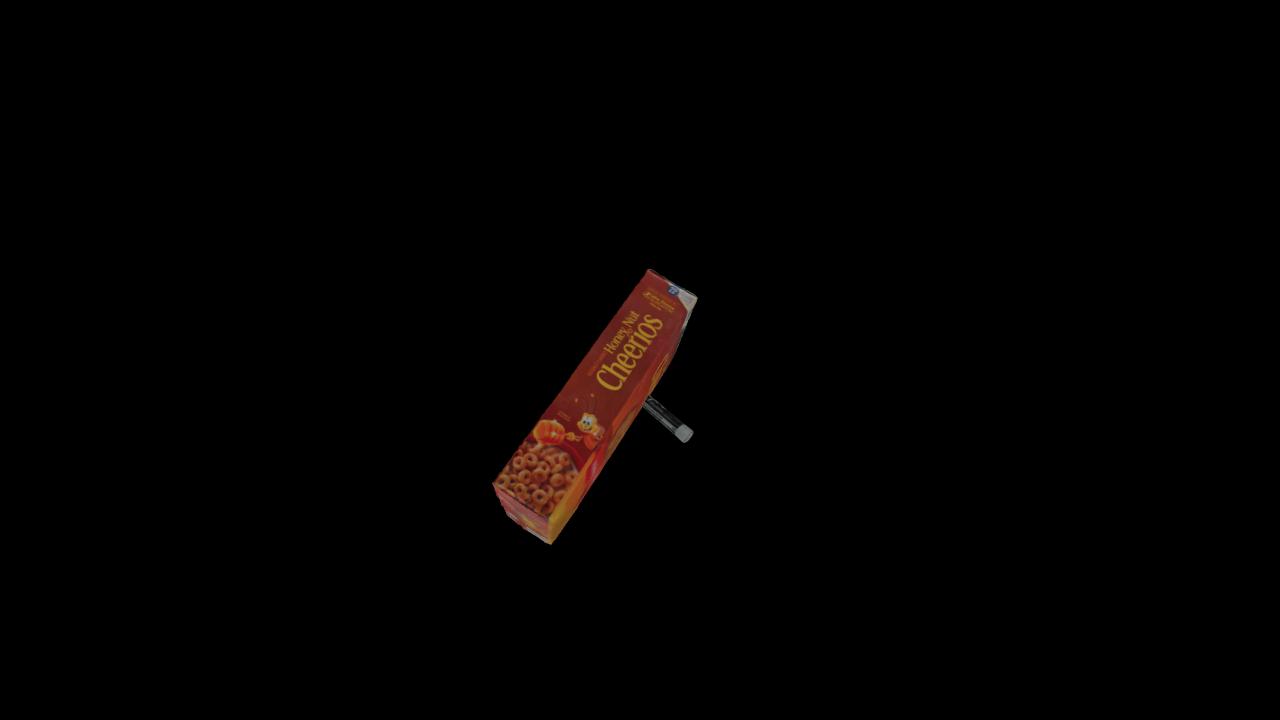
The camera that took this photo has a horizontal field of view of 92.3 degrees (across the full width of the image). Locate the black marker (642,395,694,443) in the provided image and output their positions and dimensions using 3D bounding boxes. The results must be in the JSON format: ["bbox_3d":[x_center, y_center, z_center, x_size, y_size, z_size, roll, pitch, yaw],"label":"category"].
[{"bbox_3d":[0.016,0.058,0.767,0.121,0.020,0.020,39,17,23],"label":"black marker"}]

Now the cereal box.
[{"bbox_3d":[-0.049,0.061,0.739,0.081,0.306,0.203,32,-24,6],"label":"cereal box"}]
